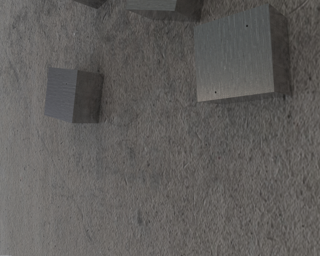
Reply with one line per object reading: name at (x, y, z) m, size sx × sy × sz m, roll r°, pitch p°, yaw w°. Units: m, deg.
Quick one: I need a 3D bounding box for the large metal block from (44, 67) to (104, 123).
large metal block at (-0.141, -0.054, 0.505) m, size 0.080 × 0.050 × 0.079 m, roll 13°, pitch 99°, yaw 39°

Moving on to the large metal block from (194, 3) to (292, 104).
large metal block at (0.084, -0.069, 0.319) m, size 0.080 × 0.050 × 0.080 m, roll -4°, pitch 87°, yaw 40°

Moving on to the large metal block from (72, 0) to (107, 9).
large metal block at (-0.120, -0.240, 0.469) m, size 0.050 × 0.081 × 0.080 m, roll -24°, pitch 75°, yaw 37°

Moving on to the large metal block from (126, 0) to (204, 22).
large metal block at (0.010, -0.179, 0.380) m, size 0.080 × 0.050 × 0.079 m, roll 19°, pitch 102°, yaw 38°
